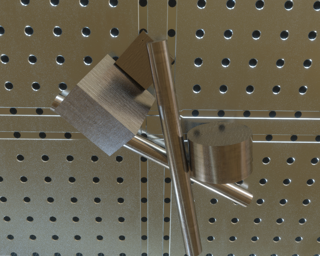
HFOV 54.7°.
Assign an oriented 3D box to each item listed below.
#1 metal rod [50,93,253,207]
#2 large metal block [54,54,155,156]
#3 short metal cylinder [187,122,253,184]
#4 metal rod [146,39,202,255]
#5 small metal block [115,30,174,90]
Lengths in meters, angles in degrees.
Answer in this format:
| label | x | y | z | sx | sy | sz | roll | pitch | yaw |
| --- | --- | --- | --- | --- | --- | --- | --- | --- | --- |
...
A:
| label | x | y | z | sx | sy | sz | roll | pitch | yaw |
| --- | --- | --- | --- | --- | --- | --- | --- | --- | --- |
| metal rod | -0.004 | 0.035 | 0.426 | 0.301 | 0.025 | 0.025 | 28 | 108 | -10 |
| large metal block | -0.061 | -0.028 | 0.366 | 0.080 | 0.080 | 0.050 | 42 | 126 | -14 |
| short metal cylinder | 0.077 | 0.029 | 0.395 | 0.080 | 0.080 | 0.050 | -6 | 110 | 2 |
| metal rod | 0.022 | 0.040 | 0.400 | 0.025 | 0.025 | 0.298 | -10 | 110 | 3 |
| small metal block | -0.019 | -0.084 | 0.382 | 0.050 | 0.025 | 0.050 | 41 | 105 | -14 |
